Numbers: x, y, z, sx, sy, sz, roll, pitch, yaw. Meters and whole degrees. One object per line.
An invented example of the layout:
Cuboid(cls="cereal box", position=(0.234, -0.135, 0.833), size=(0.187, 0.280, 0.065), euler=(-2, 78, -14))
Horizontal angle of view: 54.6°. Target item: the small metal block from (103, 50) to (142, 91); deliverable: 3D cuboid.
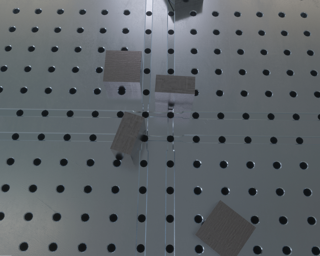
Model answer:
Cuboid(cls="small metal block", position=(-0.052, -0.082, 0.441), size=(0.050, 0.025, 0.050), euler=(2, 70, 0))

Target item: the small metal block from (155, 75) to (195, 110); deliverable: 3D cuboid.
Cuboid(cls="small metal block", position=(0.019, -0.047, 0.416), size=(0.050, 0.050, 0.025), euler=(3, 70, 1))

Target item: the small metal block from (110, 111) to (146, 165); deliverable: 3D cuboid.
Cuboid(cls="small metal block", position=(-0.039, 0.014, 0.393), size=(0.025, 0.050, 0.050), euler=(17, 71, 6))

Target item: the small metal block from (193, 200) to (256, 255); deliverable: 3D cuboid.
Cuboid(cls="small metal block", position=(0.075, 0.123, 0.367), size=(0.050, 0.025, 0.050), euler=(37, 74, 12))

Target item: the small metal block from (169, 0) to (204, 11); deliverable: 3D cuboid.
Cuboid(cls="small metal block", position=(0.037, -0.221, 0.493), size=(0.050, 0.025, 0.050), euler=(-21, 71, -7))
